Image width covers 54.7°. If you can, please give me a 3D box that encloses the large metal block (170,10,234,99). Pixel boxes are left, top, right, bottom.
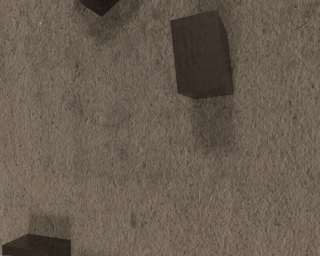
[{"bbox_3d":[0.052,-0.079,0.361,0.050,0.080,0.080,-6,88,19],"label":"large metal block"}]

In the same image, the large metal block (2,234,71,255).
[{"bbox_3d":[-0.182,0.209,0.458,0.080,0.050,0.079,0,90,19],"label":"large metal block"}]

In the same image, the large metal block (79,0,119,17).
[{"bbox_3d":[-0.085,-0.217,0.424,0.080,0.050,0.080,-38,78,16],"label":"large metal block"}]
